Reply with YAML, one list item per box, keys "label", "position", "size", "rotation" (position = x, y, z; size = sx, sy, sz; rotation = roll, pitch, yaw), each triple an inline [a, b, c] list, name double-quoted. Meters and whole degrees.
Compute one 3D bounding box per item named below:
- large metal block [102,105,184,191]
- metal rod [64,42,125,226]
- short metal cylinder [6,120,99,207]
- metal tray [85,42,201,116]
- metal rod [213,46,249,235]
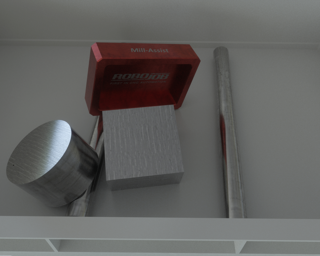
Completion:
- label: "large metal block"
  position: [-0.021, 0.023, 0.356]
  size: [0.081, 0.050, 0.080]
  rotation: [-6, 66, -5]
- label: "metal rod"
  position: [-0.073, -0.018, 0.418]
  size: [0.025, 0.025, 0.300]
  rotation: [4, 50, 3]
- label: "short metal cylinder"
  position: [-0.115, 0.038, 0.337]
  size: [0.080, 0.050, 0.080]
  rotation: [-17, 45, 18]
- label: "metal tray"
  position: [-0.023, -0.061, 0.393]
  size: [0.131, 0.089, 0.030]
  rotation: [-6, 51, -25]
- label: "metal rod"
  position: [0.089, -0.010, 0.414]
  size: [0.025, 0.025, 0.300]
  rotation: [3, 50, 2]
